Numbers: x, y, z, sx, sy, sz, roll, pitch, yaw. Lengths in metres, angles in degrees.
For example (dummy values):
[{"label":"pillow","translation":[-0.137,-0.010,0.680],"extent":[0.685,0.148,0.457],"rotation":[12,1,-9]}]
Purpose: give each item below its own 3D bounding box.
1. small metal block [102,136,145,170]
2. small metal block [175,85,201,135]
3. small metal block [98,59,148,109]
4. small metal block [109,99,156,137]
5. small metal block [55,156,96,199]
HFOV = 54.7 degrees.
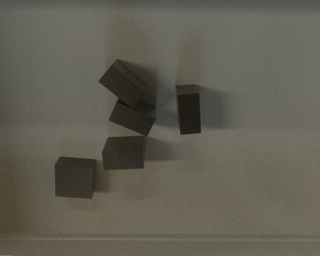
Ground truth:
[{"label":"small metal block","translation":[-0.046,0.032,0.409],"extent":[0.050,0.050,0.025],"rotation":[-3,110,0]},{"label":"small metal block","translation":[0.035,-0.025,0.390],"extent":[0.025,0.050,0.050],"rotation":[-5,110,1]},{"label":"small metal block","translation":[-0.043,-0.055,0.377],"extent":[0.050,0.050,0.025],"rotation":[39,105,-13]},{"label":"small metal block","translation":[-0.033,-0.019,0.391],"extent":[0.050,0.050,0.025],"rotation":[23,108,-9]},{"label":"small metal block","translation":[-0.118,0.070,0.435],"extent":[0.050,0.025,0.050],"rotation":[5,110,-3]}]
